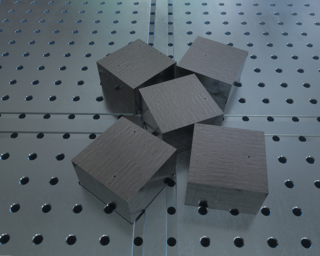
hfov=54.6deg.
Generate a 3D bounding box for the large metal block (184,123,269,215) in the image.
[{"bbox_3d":[0.074,0.045,0.354,0.080,0.050,0.080,7,50,5],"label":"large metal block"}]

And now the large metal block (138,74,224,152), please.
[{"bbox_3d":[0.025,-0.018,0.406,0.081,0.050,0.080,-18,52,-14],"label":"large metal block"}]

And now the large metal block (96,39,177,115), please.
[{"bbox_3d":[-0.033,-0.078,0.457,0.080,0.050,0.080,-37,59,-26],"label":"large metal block"}]

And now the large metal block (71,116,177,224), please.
[{"bbox_3d":[-0.038,0.045,0.352,0.080,0.050,0.080,30,56,23],"label":"large metal block"}]

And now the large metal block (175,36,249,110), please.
[{"bbox_3d":[0.076,-0.084,0.461,0.080,0.050,0.080,22,54,14],"label":"large metal block"}]
